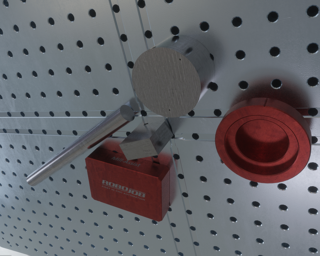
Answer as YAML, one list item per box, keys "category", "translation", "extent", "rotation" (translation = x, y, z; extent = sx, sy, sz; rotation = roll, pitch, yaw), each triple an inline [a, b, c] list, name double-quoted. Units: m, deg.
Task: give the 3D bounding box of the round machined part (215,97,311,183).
- category: "round machined part"
  translation: [0.115, 0.010, 0.346]
  extent: [0.098, 0.042, 0.097]
  rotation: [13, 124, 21]

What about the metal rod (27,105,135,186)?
- category: "metal rod"
  translation: [-0.146, 0.040, 0.512]
  extent: [0.299, 0.025, 0.025]
  rotation: [-31, 101, 38]

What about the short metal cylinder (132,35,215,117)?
- category: "short metal cylinder"
  translation: [0.016, -0.059, 0.350]
  extent: [0.080, 0.050, 0.079]
  rotation: [13, 124, 21]

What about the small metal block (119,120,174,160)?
- category: "small metal block"
  translation: [-0.018, 0.016, 0.414]
  extent: [0.050, 0.050, 0.025]
  rotation: [-13, 112, 33]

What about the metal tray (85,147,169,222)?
- category: "metal tray"
  translation: [-0.051, 0.089, 0.490]
  extent: [0.130, 0.030, 0.089]
  rotation: [13, 124, 21]
